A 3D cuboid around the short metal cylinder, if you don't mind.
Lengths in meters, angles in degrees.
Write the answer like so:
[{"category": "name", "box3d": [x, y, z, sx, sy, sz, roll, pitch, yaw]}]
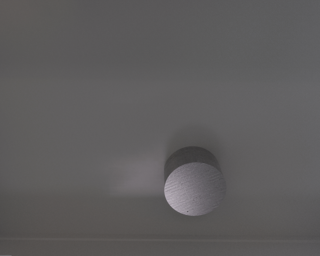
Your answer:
[{"category": "short metal cylinder", "box3d": [0.046, 0.072, 0.425, 0.080, 0.050, 0.079, 0, 110, 0]}]
